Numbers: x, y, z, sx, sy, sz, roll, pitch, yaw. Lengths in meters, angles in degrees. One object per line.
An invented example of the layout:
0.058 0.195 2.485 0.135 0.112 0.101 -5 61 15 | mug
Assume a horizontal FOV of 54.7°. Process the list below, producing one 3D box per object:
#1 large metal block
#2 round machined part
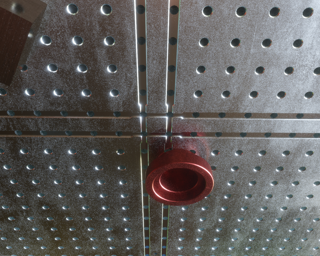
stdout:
-0.171 -0.101 0.308 0.080 0.050 0.080 25 126 -20 | large metal block
0.028 0.069 0.460 0.099 0.042 0.097 0 130 0 | round machined part
